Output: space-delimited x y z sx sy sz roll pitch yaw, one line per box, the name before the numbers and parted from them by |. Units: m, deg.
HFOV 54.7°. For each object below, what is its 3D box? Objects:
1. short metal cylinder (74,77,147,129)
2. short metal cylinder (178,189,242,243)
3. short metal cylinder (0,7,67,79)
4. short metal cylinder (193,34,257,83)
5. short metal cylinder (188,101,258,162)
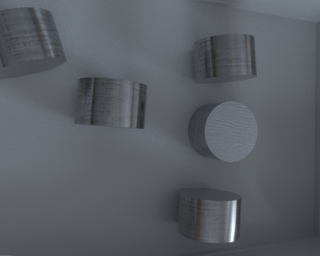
short metal cylinder | -0.056 -0.026 0.360 0.081 0.080 0.050 5 89 -20
short metal cylinder | 0.064 0.111 0.405 0.081 0.080 0.050 4 89 -20
short metal cylinder | -0.146 -0.087 0.327 0.081 0.080 0.050 -18 96 -19
short metal cylinder | 0.086 -0.090 0.413 0.081 0.080 0.050 -5 92 -20
short metal cylinder | 0.086 0.004 0.429 0.081 0.050 0.080 0 90 -20
